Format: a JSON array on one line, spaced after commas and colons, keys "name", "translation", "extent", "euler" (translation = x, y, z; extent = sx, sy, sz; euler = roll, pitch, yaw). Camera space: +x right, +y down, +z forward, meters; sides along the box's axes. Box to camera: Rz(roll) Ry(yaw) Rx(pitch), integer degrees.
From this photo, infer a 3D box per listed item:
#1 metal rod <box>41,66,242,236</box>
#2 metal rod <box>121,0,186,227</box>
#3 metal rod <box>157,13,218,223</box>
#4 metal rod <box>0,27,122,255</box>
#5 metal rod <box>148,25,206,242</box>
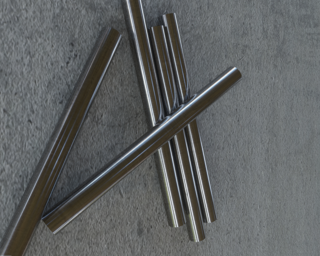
[{"name": "metal rod", "translation": [-0.005, 0.012, 0.371], "extent": [0.301, 0.025, 0.025], "euler": [-39, 114, -23]}, {"name": "metal rod", "translation": [-0.006, -0.014, 0.399], "extent": [0.025, 0.025, 0.298], "euler": [-19, 102, -38]}, {"name": "metal rod", "translation": [0.041, -0.006, 0.439], "extent": [0.025, 0.025, 0.298], "euler": [-21, 104, -38]}, {"name": "metal rod", "translation": [-0.105, 0.026, 0.316], "extent": [0.025, 0.025, 0.299], "euler": [32, 70, -36]}, {"name": "metal rod", "translation": [0.024, 0.015, 0.424], "extent": [0.025, 0.025, 0.298], "euler": [-20, 103, -38]}]
